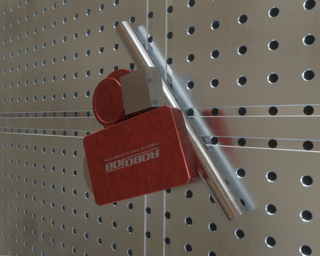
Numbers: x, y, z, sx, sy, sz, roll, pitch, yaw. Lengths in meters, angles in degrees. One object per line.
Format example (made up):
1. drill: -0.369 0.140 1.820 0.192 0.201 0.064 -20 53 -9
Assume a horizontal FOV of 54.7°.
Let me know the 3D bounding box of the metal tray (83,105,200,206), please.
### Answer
1. metal tray: -0.027 0.036 0.373 0.130 0.030 0.090 -20 78 25

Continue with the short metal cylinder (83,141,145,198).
1. short metal cylinder: -0.064 0.057 0.440 0.080 0.050 0.079 0 90 40

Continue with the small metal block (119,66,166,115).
1. small metal block: -0.022 -0.046 0.392 0.050 0.025 0.050 -14 84 44

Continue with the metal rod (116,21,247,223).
1. metal rod: 0.016 -0.024 0.392 0.025 0.025 0.299 -43 64 31

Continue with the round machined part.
1. round machined part: -0.059 -0.036 0.440 0.098 0.042 0.097 0 90 41
